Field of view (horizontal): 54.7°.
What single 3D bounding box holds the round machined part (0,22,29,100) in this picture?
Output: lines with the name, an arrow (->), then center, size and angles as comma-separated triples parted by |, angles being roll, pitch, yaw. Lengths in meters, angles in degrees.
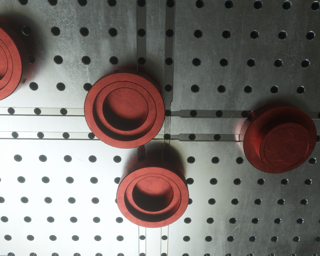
round machined part -> -0.206, -0.083, 0.371 | 0.099, 0.042, 0.097 | 0, 110, -1

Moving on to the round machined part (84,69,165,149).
round machined part -> -0.043, -0.026, 0.394 | 0.099, 0.042, 0.097 | 0, 110, -1

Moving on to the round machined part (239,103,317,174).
round machined part -> 0.161, 0.019, 0.414 | 0.099, 0.042, 0.097 | 0, 110, -1

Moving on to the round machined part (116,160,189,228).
round machined part -> -0.010, 0.088, 0.437 | 0.099, 0.042, 0.097 | 0, 110, -1
